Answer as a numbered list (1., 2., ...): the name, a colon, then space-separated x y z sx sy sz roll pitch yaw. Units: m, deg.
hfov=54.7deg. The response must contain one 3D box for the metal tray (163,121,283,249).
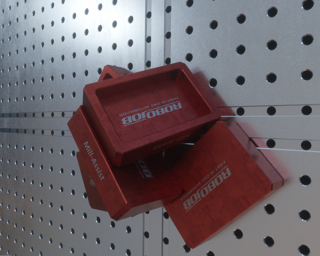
1. metal tray: 0.059 0.065 0.355 0.129 0.030 0.090 -48 62 29

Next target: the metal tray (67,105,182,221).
1. metal tray: -0.040 0.033 0.358 0.030 0.091 0.130 -46 63 30

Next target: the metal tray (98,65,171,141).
1. metal tray: -0.049 -0.020 0.444 0.130 0.030 0.089 43 116 31

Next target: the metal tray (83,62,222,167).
1. metal tray: -0.008 -0.021 0.346 0.090 0.131 0.030 59 151 23

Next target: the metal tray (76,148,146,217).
1. metal tray: -0.068 0.069 0.429 0.130 0.030 0.089 -12 93 54
